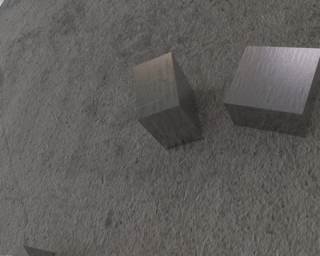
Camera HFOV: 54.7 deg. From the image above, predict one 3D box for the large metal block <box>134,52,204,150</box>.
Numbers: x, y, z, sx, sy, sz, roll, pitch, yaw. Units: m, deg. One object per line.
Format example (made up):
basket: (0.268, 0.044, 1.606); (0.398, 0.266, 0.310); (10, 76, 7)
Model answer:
large metal block: (0.011, -0.031, 0.382); (0.050, 0.080, 0.080); (-18, 55, 18)

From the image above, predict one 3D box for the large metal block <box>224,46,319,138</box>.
large metal block: (0.128, -0.043, 0.347); (0.080, 0.050, 0.080); (12, 68, 33)

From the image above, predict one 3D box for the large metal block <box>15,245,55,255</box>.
large metal block: (-0.146, 0.194, 0.345); (0.080, 0.050, 0.080); (34, 80, 38)
